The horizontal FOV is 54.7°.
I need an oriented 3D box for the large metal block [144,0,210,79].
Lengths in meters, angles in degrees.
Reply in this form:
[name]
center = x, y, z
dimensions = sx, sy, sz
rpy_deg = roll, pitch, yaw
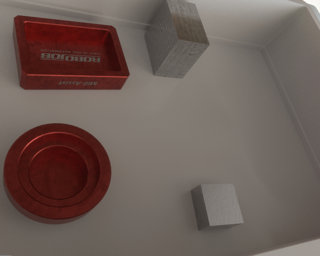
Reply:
[large metal block]
center = 0.022, -0.132, 0.464
dimensions = 0.050, 0.080, 0.080
rpy_deg = 1, 61, -28

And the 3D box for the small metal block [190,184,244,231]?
[small metal block]
center = 0.070, 0.098, 0.386
dimensions = 0.050, 0.025, 0.050
rpy_deg = 5, 60, -26

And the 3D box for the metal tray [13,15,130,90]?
[metal tray]
center = -0.113, -0.095, 0.399
dimensions = 0.131, 0.030, 0.090
rpy_deg = -4, 64, -30

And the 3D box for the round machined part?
[round machined part]
center = -0.103, 0.047, 0.311
dimensions = 0.099, 0.042, 0.098
rpy_deg = 14, 56, -21
